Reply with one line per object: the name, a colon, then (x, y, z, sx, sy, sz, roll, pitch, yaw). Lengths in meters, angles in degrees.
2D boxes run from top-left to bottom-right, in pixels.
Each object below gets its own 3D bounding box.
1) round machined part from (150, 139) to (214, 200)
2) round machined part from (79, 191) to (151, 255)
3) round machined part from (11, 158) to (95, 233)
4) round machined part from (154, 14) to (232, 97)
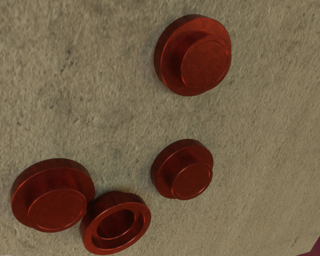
round machined part: (0.039, 0.068, 0.461, 0.099, 0.042, 0.097, -14, 125, -21)
round machined part: (-0.066, 0.129, 0.439, 0.099, 0.042, 0.097, -16, 128, -22)
round machined part: (-0.129, 0.089, 0.382, 0.099, 0.042, 0.097, -14, 124, -21)
round machined part: (0.046, -0.082, 0.372, 0.099, 0.042, 0.097, -14, 125, -21)
